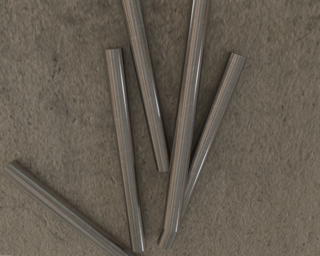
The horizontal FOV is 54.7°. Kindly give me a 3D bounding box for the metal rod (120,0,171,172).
[{"bbox_3d":[-0.021,-0.083,0.378,0.025,0.025,0.298,-10,110,3],"label":"metal rod"}]

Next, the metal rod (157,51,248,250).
[{"bbox_3d":[0.051,0.044,0.426,0.025,0.025,0.298,16,109,-6],"label":"metal rod"}]

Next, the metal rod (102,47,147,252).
[{"bbox_3d":[-0.044,0.043,0.425,0.025,0.025,0.298,-5,110,1],"label":"metal rod"}]

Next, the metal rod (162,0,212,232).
[{"bbox_3d":[0.031,-0.005,0.395,0.025,0.025,0.298,6,105,-3],"label":"metal rod"}]

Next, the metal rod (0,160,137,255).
[{"bbox_3d":[-0.106,0.153,0.464,0.025,0.025,0.300,-43,105,14],"label":"metal rod"}]
